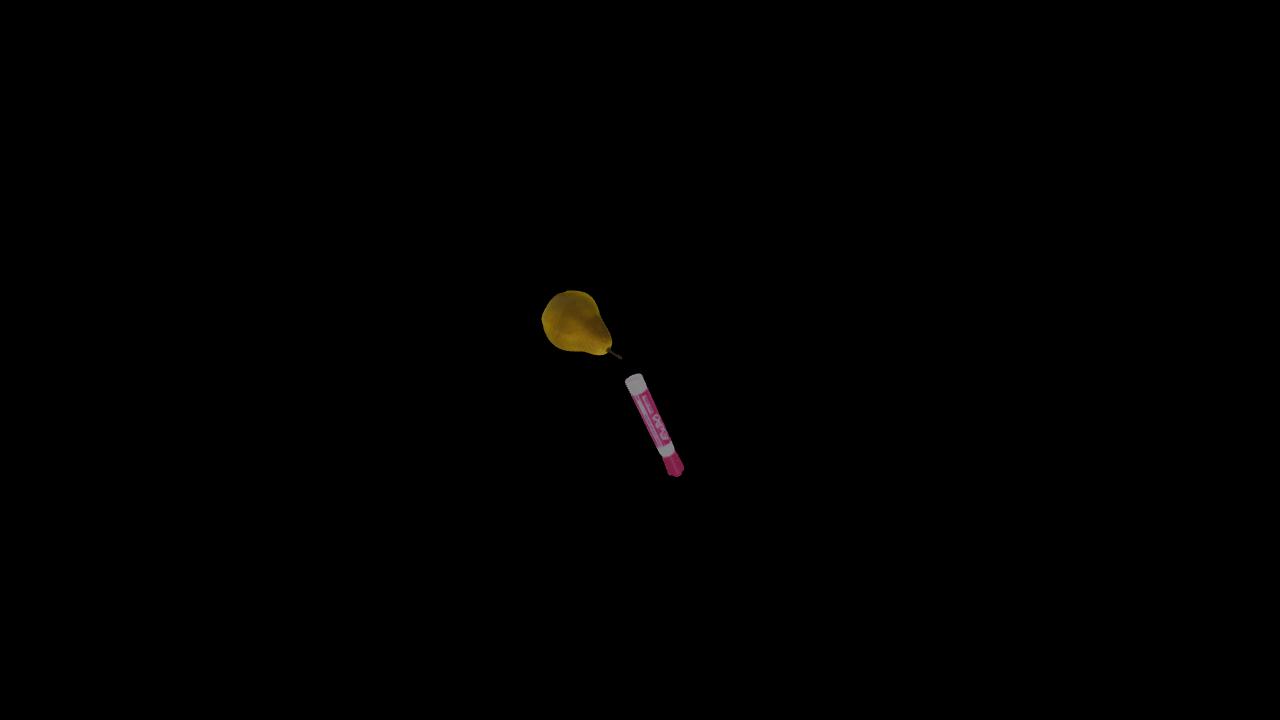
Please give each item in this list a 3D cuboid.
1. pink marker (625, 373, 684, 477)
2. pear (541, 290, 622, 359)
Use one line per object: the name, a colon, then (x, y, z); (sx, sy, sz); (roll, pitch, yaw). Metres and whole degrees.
pink marker: (0.017, 0.070, 0.632); (0.020, 0.121, 0.020); (-22, 19, 8)
pear: (-0.068, -0.035, 0.746); (0.111, 0.080, 0.080); (36, 22, 34)
